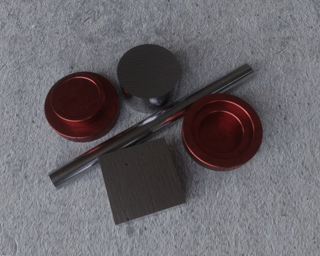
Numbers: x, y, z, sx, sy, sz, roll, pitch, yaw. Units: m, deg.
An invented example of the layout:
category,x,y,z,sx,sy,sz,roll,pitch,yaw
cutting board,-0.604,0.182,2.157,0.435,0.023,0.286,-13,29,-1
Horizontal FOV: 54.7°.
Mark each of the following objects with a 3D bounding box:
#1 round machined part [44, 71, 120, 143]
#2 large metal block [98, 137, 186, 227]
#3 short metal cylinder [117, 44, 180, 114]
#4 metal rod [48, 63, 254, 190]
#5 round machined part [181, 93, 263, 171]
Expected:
category,x,y,z,sx,sy,sz,roll,pitch,yaw
round machined part,-0.104,-0.033,0.411,0.099,0.042,0.098,0,70,0
large metal block,-0.021,0.066,0.372,0.081,0.050,0.080,-16,71,-6
short metal cylinder,-0.015,-0.065,0.419,0.081,0.050,0.080,0,70,0
metal rod,-0.003,-0.008,0.413,0.301,0.025,0.025,-30,73,-11
round machined part,0.076,0.008,0.397,0.099,0.042,0.098,0,70,0
